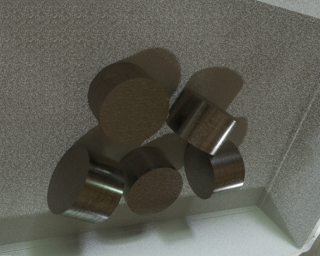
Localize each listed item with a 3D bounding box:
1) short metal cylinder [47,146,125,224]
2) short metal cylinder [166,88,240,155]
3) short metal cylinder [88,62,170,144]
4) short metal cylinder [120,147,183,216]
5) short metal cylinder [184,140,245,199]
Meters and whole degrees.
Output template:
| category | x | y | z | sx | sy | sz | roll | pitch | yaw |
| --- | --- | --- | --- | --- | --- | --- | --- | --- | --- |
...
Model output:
| category | x | y | z | sx | sy | sz | roll | pitch | yaw |
| --- | --- | --- | --- | --- | --- | --- | --- | --- | --- |
| short metal cylinder | -0.087 | 0.067 | 0.365 | 0.050 | 0.080 | 0.080 | 31 | 101 | -38 |
| short metal cylinder | 0.055 | -0.009 | 0.399 | 0.080 | 0.080 | 0.050 | 24 | 105 | -37 |
| short metal cylinder | -0.036 | -0.029 | 0.354 | 0.081 | 0.050 | 0.079 | -14 | 125 | -21 |
| short metal cylinder | -0.016 | 0.073 | 0.429 | 0.081 | 0.050 | 0.079 | -14 | 125 | -21 |
| short metal cylinder | 0.077 | 0.059 | 0.451 | 0.050 | 0.080 | 0.079 | -9 | 122 | -24 |
